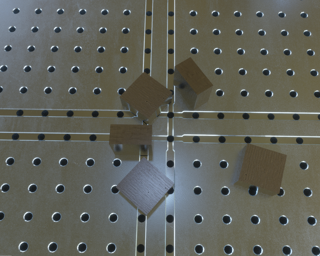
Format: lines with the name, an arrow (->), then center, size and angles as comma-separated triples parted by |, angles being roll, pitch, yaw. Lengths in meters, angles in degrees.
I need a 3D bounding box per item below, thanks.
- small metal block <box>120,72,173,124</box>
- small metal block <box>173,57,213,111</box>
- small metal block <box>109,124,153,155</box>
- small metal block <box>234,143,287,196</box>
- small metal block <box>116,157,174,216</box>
small metal block -> -0.018, -0.041, 0.427 | 0.050, 0.025, 0.050 | 38, 74, 12
small metal block -> 0.043, -0.059, 0.420 | 0.025, 0.050, 0.050 | -32, 73, -11
small metal block -> -0.035, 0.016, 0.393 | 0.050, 0.050, 0.025 | 1, 70, 0
small metal block -> 0.127, 0.053, 0.393 | 0.050, 0.025, 0.050 | 17, 71, 6
small metal block -> -0.018, 0.073, 0.385 | 0.050, 0.025, 0.050 | 40, 75, 13
